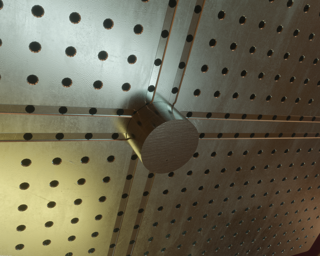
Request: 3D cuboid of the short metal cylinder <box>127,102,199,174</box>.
[{"bbox_3d":[0.003,0.013,0.405,0.081,0.050,0.079,-14,125,-21],"label":"short metal cylinder"}]
